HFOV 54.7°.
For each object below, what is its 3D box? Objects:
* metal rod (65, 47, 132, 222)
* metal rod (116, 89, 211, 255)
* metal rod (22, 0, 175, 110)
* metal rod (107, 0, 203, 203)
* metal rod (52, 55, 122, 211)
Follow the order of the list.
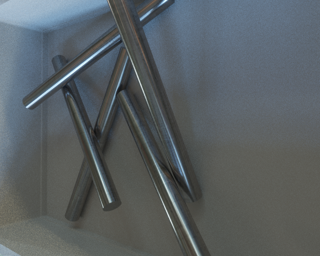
[{"bbox_3d":[-0.097,0.020,0.487,0.025,0.025,0.298,34,111,34],"label":"metal rod"},{"bbox_3d":[0.004,0.063,0.364,0.025,0.025,0.299,-49,49,29],"label":"metal rod"},{"bbox_3d":[-0.106,-0.107,0.464,0.300,0.025,0.025,-29,72,26],"label":"metal rod"},{"bbox_3d":[-0.011,-0.051,0.338,0.025,0.025,0.298,-8,110,40],"label":"metal rod"},{"bbox_3d":[-0.122,-0.010,0.478,0.025,0.025,0.299,-49,52,29],"label":"metal rod"}]
